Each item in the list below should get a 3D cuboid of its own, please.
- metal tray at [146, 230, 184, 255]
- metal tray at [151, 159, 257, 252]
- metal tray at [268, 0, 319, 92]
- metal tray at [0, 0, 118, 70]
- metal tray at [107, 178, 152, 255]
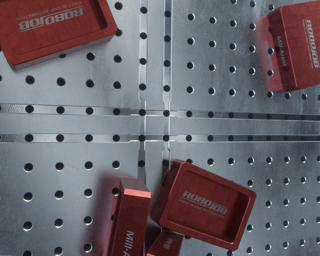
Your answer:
[{"bbox_3d":[-0.002,0.178,0.358,0.030,0.130,0.090,14,85,10],"label":"metal tray"},{"bbox_3d":[0.064,0.109,0.435,0.131,0.030,0.090,25,82,-19],"label":"metal tray"},{"bbox_3d":[0.231,-0.131,0.497,0.091,0.030,0.129,-16,96,-20],"label":"metal tray"},{"bbox_3d":[-0.127,-0.132,0.362,0.131,0.030,0.090,-24,98,-19],"label":"metal tray"},{"bbox_3d":[-0.041,0.130,0.361,0.030,0.090,0.129,11,86,-9],"label":"metal tray"}]
